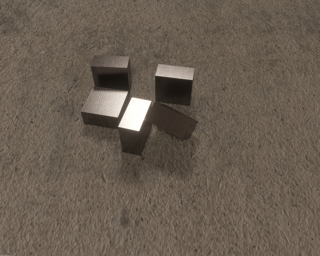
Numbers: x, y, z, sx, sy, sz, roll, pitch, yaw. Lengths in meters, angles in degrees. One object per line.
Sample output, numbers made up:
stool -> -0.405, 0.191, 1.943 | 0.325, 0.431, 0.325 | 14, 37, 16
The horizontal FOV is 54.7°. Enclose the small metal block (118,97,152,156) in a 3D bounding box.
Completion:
small metal block -> -0.029, -0.001, 0.388 | 0.025, 0.050, 0.050 | 12, 51, 10

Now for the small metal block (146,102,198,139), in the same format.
small metal block -> 0.017, -0.009, 0.389 | 0.050, 0.050, 0.025 | 28, 97, 14

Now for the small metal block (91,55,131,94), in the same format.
small metal block -> -0.069, -0.077, 0.451 | 0.050, 0.050, 0.025 | 3, 50, 2

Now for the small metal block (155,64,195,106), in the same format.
small metal block -> 0.020, -0.060, 0.438 | 0.050, 0.050, 0.025 | 8, 51, 6

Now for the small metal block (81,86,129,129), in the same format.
small metal block -> -0.074, -0.028, 0.426 | 0.050, 0.025, 0.050 | 9, 51, 7
